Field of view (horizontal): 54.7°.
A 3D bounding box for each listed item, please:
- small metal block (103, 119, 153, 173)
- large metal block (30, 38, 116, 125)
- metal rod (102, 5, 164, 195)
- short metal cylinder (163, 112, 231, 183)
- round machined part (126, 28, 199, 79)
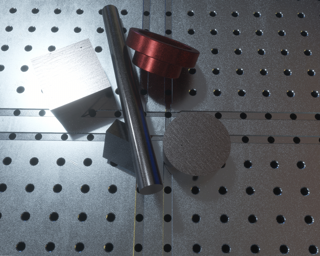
[{"bbox_3d":[-0.041,0.024,0.386,0.050,0.050,0.025,25,45,8],"label":"small metal block"},{"bbox_3d":[-0.115,-0.063,0.420,0.080,0.050,0.080,-24,72,-9],"label":"large metal block"},{"bbox_3d":[-0.043,-0.058,0.396,0.025,0.025,0.299,-13,57,-5],"label":"metal rod"},{"bbox_3d":[0.044,0.026,0.390,0.081,0.050,0.080,0,70,0],"label":"short metal cylinder"},{"bbox_3d":[0.000,-0.099,0.420,0.098,0.098,0.042,23,111,8],"label":"round machined part"}]
